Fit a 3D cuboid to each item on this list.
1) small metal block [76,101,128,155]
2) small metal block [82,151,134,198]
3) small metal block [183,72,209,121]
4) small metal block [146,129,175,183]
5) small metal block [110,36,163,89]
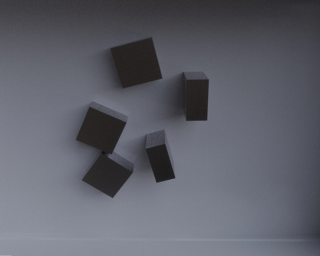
[{"bbox_3d":[-0.076,0.000,0.410,0.050,0.025,0.050,24,108,-9],"label":"small metal block"},{"bbox_3d":[-0.072,0.062,0.433,0.050,0.025,0.050,34,106,-12],"label":"small metal block"},{"bbox_3d":[0.043,-0.041,0.384,0.025,0.050,0.050,-1,110,0],"label":"small metal block"},{"bbox_3d":[0.001,0.036,0.411,0.025,0.050,0.050,-15,110,5],"label":"small metal block"},{"bbox_3d":[-0.028,-0.081,0.381,0.050,0.025,0.050,-14,110,4],"label":"small metal block"}]
